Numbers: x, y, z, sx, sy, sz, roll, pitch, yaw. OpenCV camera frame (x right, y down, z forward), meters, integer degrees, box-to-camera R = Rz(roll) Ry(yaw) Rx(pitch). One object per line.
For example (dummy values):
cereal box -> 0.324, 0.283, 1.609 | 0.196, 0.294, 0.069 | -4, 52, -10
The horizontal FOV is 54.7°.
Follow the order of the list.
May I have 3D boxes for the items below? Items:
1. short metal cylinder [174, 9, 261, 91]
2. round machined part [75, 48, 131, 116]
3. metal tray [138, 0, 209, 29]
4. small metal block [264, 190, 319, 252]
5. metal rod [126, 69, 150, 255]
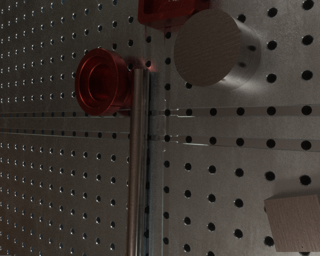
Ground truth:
short metal cylinder -> 0.062, -0.083, 0.340 | 0.080, 0.050, 0.079 | 0, 90, 39
round machined part -> -0.080, -0.066, 0.462 | 0.098, 0.042, 0.097 | 0, 90, 39
metal tray -> 0.018, -0.199, 0.389 | 0.090, 0.030, 0.129 | 6, 94, 39
small metal block -> 0.135, 0.090, 0.298 | 0.050, 0.025, 0.050 | -19, 78, 38
metal rod -> -0.032, 0.069, 0.433 | 0.025, 0.025, 0.298 | 3, 92, 39
